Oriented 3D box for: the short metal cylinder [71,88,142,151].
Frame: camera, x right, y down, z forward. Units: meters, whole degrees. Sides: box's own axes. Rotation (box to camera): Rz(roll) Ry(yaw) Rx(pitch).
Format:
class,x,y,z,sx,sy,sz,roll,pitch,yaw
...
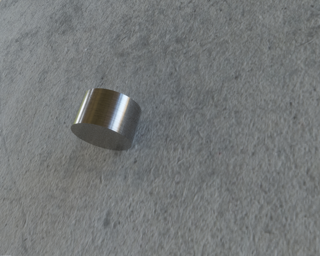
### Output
class,x,y,z,sx,sy,sz,roll,pitch,yaw
short metal cylinder,-0.070,-0.009,0.409,0.080,0.080,0.050,1,62,28
